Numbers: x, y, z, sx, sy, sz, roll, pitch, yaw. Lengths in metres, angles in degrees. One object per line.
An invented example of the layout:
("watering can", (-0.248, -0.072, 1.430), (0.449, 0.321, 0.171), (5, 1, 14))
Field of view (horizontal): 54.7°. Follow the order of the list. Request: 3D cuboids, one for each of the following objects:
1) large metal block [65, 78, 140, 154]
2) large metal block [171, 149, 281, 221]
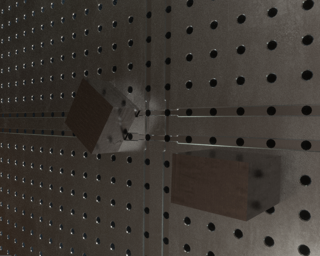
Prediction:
("large metal block", (-0.089, -0.018, 0.464), (0.080, 0.050, 0.079), (42, 115, 31))
("large metal block", (0.068, 0.052, 0.316), (0.080, 0.081, 0.050), (3, 92, 39))
